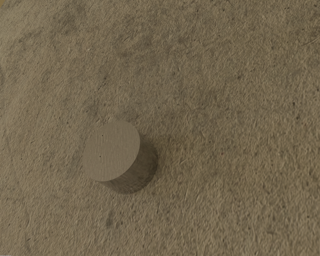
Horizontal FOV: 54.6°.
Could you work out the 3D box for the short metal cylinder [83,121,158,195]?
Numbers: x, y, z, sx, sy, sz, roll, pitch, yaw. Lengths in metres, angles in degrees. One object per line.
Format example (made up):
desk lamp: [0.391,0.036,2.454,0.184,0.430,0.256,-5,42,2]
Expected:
short metal cylinder: [-0.049,0.038,0.392,0.080,0.050,0.080,-13,56,21]
